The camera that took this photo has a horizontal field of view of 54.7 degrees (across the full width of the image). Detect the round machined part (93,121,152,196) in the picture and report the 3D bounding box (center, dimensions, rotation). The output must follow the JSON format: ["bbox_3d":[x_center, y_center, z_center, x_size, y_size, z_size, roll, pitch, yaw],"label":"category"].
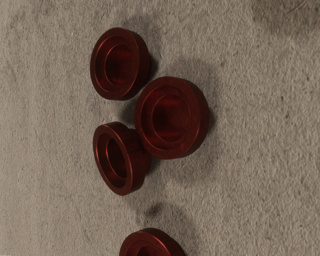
[{"bbox_3d":[-0.048,0.038,0.419,0.098,0.042,0.097,25,123,46],"label":"round machined part"}]

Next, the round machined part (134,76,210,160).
[{"bbox_3d":[0.018,-0.012,0.377,0.098,0.042,0.097,0,90,39],"label":"round machined part"}]

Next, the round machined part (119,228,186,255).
[{"bbox_3d":[-0.004,0.177,0.395,0.098,0.042,0.097,0,90,39],"label":"round machined part"}]

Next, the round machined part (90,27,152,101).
[{"bbox_3d":[-0.051,-0.087,0.433,0.098,0.042,0.097,0,90,39],"label":"round machined part"}]
